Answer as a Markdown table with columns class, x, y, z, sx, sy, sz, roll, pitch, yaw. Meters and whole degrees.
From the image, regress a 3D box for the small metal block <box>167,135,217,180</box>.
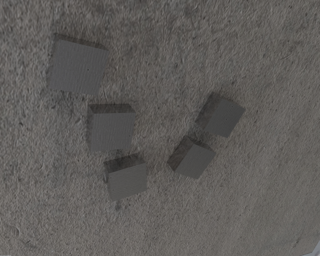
| class | x | y | z | sx | sy | sz | roll | pitch | yaw |
| --- | --- | --- | --- | --- | --- | --- | --- | --- | --- |
| small metal block | 0.047 | 0.044 | 0.460 | 0.050 | 0.025 | 0.050 | 24 | 106 | -37 |

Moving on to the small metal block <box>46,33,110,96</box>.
| class | x | y | z | sx | sy | sz | roll | pitch | yaw |
| --- | --- | --- | --- | --- | --- | --- | --- | --- | --- |
| small metal block | -0.086 | -0.065 | 0.320 | 0.050 | 0.025 | 0.050 | 7 | 115 | -32 |

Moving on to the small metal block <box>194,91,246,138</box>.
| class | x | y | z | sx | sy | sz | roll | pitch | yaw |
| --- | --- | --- | --- | --- | --- | --- | --- | --- | --- |
| small metal block | 0.086 | -0.018 | 0.443 | 0.050 | 0.025 | 0.050 | 18 | 109 | -35 |

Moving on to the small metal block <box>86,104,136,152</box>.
| class | x | y | z | sx | sy | sz | roll | pitch | yaw |
| --- | --- | --- | --- | --- | --- | --- | --- | --- | --- |
| small metal block | -0.060 | -0.001 | 0.373 | 0.050 | 0.025 | 0.050 | -3 | 120 | -27 |

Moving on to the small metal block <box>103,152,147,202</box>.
| class | x | y | z | sx | sy | sz | roll | pitch | yaw |
| --- | --- | --- | --- | --- | --- | --- | --- | --- | --- |
| small metal block | -0.047 | 0.067 | 0.423 | 0.050 | 0.025 | 0.050 | -14 | 125 | -21 |
